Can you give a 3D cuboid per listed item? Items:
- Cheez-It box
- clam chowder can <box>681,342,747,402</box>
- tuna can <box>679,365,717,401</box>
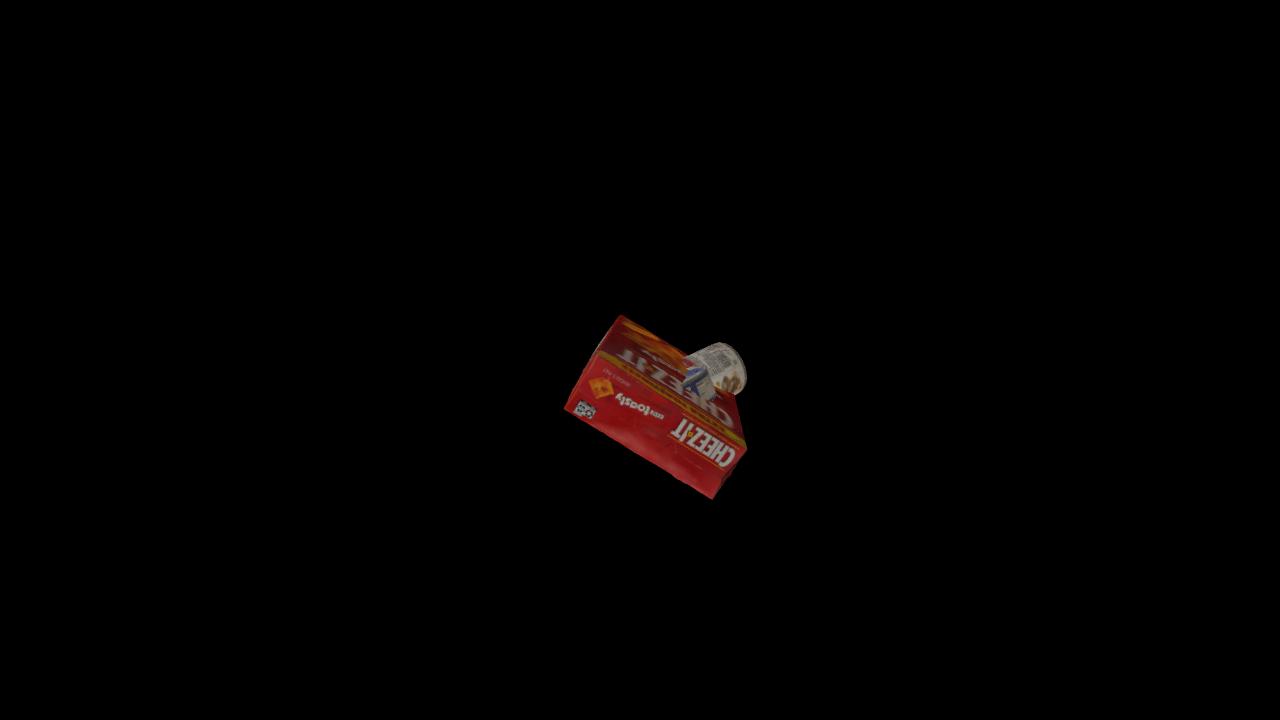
[{"bbox_3d":[0.020,0.036,0.658,0.166,0.071,0.223,31,14,-4],"label":"Cheez-It box"},{"bbox_3d":[0.064,0.026,0.706,0.102,0.068,0.068,-25,12,-29],"label":"clam chowder can"},{"bbox_3d":[0.036,0.036,0.640,0.084,0.034,0.084,-21,7,3],"label":"tuna can"}]
